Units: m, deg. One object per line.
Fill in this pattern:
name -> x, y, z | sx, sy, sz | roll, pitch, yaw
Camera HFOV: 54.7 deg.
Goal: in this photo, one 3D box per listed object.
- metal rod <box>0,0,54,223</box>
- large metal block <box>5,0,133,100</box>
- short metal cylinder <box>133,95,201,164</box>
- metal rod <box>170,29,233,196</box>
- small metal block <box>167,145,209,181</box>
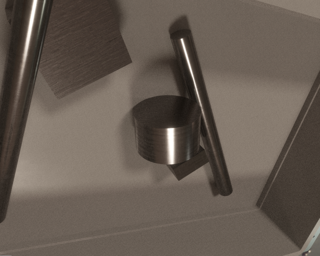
metal rod -> -0.137, -0.006, 0.287 | 0.025, 0.025, 0.298 | 5, 129, -31
large metal block -> -0.084, -0.087, 0.294 | 0.080, 0.050, 0.080 | -29, 129, -10
short metal cylinder -> 0.009, 0.000, 0.380 | 0.081, 0.080, 0.050 | -15, 125, -20
metal rod -> 0.069, 0.000, 0.448 | 0.025, 0.025, 0.299 | -30, 129, -9
small metal block -> 0.032, 0.039, 0.436 | 0.050, 0.050, 0.025 | -31, 129, -9
